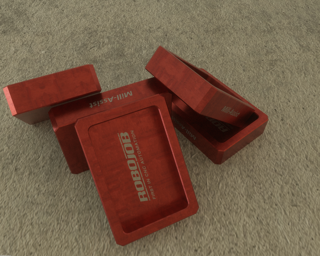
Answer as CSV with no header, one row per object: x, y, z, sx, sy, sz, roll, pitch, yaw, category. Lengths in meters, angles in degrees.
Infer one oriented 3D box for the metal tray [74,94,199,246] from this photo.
-0.022,0.040,0.314,0.091,0.030,0.129,-20,98,-16,metal tray

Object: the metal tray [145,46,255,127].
0.053,-0.046,0.371,0.090,0.030,0.131,45,18,30,metal tray

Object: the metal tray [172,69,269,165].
0.066,-0.022,0.420,0.091,0.030,0.130,-31,57,-24,metal tray

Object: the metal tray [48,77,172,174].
-0.052,-0.002,0.363,0.131,0.089,0.030,-20,53,-16,metal tray

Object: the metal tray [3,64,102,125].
-0.123,-0.036,0.372,0.091,0.130,0.030,-19,92,-16,metal tray
